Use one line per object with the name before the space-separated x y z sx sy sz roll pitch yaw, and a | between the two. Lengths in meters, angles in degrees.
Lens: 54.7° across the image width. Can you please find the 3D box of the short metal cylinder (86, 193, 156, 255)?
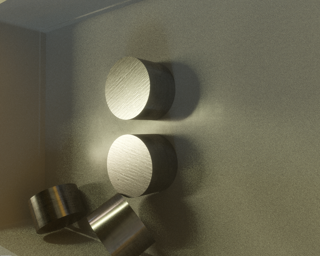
short metal cylinder | -0.050 0.131 0.400 0.050 0.080 0.080 -36 59 -15

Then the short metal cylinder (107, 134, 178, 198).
short metal cylinder | -0.024 0.048 0.408 0.080 0.050 0.079 0 90 39

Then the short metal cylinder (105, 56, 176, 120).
short metal cylinder | -0.027 -0.050 0.411 0.080 0.050 0.079 0 90 39

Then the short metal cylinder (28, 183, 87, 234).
short metal cylinder | -0.167 0.132 0.506 0.080 0.081 0.050 -41 66 32
